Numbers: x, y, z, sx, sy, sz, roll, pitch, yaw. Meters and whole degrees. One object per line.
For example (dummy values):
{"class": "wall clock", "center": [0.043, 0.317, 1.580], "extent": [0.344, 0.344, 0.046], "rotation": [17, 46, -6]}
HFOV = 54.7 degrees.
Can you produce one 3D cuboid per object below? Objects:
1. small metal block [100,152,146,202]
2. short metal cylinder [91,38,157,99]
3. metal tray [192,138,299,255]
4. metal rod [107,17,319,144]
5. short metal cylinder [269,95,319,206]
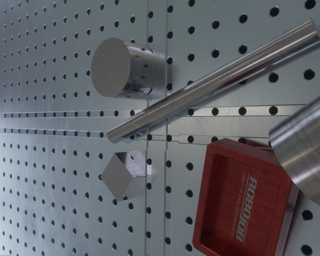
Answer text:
{"class": "small metal block", "center": [-0.055, 0.071, 0.455], "extent": [0.050, 0.025, 0.050], "rotation": [47, 118, 29]}
{"class": "short metal cylinder", "center": [-0.052, -0.081, 0.436], "extent": [0.080, 0.050, 0.079], "rotation": [0, 90, 40]}
{"class": "metal tray", "center": [0.086, 0.085, 0.322], "extent": [0.090, 0.030, 0.129], "rotation": [19, 111, 38]}
{"class": "metal rod", "center": [0.038, -0.040, 0.378], "extent": [0.299, 0.025, 0.025], "rotation": [-26, 74, 37]}
{"class": "short metal cylinder", "center": [0.139, 0.019, 0.259], "extent": [0.050, 0.081, 0.080], "rotation": [-42, 65, 32]}
